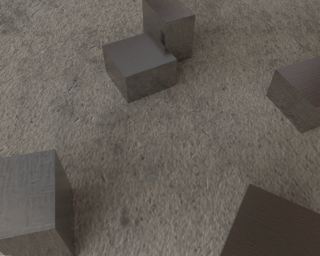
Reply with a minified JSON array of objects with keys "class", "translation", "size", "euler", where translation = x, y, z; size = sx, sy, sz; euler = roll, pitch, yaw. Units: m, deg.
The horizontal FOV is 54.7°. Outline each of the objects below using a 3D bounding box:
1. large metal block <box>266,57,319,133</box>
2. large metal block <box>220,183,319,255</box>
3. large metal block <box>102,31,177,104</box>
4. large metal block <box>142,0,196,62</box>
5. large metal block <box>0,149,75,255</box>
[{"class":"large metal block","translation":[0.211,-0.049,0.431],"size":[0.081,0.050,0.080],"euler":[-18,53,-15]},{"class":"large metal block","translation":[0.106,0.113,0.294],"size":[0.080,0.050,0.080],"euler":[23,53,17]},{"class":"large metal block","translation":[-0.031,-0.093,0.465],"size":[0.081,0.050,0.080],"euler":[-23,54,-19]},{"class":"large metal block","translation":[0.012,-0.161,0.503],"size":[0.050,0.080,0.080],"euler":[-21,53,-17]},{"class":"large metal block","translation":[-0.117,0.080,0.299],"size":[0.050,0.080,0.080],"euler":[-9,51,-8]}]
